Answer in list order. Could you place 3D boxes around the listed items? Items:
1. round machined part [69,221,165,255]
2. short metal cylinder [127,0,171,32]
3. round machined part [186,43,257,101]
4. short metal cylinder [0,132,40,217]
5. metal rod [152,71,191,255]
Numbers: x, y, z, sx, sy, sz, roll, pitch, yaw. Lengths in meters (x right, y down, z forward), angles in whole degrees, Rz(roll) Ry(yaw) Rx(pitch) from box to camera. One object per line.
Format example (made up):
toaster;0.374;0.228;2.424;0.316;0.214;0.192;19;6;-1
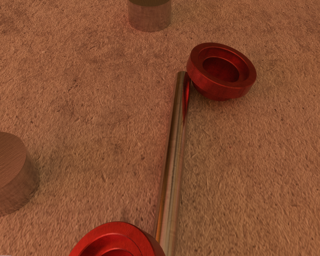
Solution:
round machined part;-0.035;0.134;0.262;0.098;0.042;0.098;-17;50;21
short metal cylinder;-0.019;-0.222;0.573;0.081;0.050;0.080;0;50;0
round machined part;0.085;-0.077;0.449;0.099;0.042;0.098;9;49;-11
short metal cylinder;-0.182;0.051;0.342;0.081;0.050;0.080;0;50;0
metal rod;0.016;0.038;0.371;0.025;0.025;0.300;6;50;4
